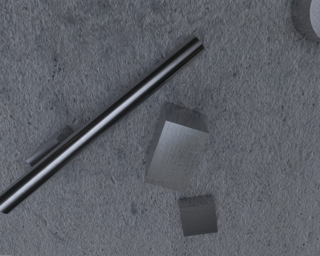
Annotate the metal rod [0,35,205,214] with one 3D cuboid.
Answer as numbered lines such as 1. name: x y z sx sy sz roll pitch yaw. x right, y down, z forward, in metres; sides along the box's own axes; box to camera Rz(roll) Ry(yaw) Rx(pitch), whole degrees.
1. metal rod: -0.069 -0.006 0.368 0.300 0.025 0.025 -40 106 -2

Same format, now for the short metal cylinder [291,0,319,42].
1. short metal cylinder: 0.198 -0.136 0.349 0.081 0.050 0.079 0 110 -1

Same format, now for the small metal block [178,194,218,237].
1. small metal block: 0.056 0.129 0.458 0.050 0.025 0.050 -8 110 2

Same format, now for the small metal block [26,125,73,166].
1. small metal block: -0.138 0.027 0.405 0.050 0.050 0.025 -34 107 11

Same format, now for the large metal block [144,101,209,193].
1. large metal block: 0.018 0.021 0.388 0.050 0.080 0.079 17 109 -7
